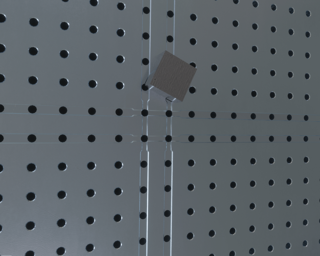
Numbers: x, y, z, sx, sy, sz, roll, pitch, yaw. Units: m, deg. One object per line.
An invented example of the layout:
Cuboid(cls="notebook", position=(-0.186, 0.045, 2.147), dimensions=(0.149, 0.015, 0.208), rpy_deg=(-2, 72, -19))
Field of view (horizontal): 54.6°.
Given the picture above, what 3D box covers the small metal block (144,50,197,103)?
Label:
Cuboid(cls="small metal block", position=(0.014, -0.068, 0.417), dimensions=(0.050, 0.025, 0.050), rpy_deg=(27, 81, -18))
